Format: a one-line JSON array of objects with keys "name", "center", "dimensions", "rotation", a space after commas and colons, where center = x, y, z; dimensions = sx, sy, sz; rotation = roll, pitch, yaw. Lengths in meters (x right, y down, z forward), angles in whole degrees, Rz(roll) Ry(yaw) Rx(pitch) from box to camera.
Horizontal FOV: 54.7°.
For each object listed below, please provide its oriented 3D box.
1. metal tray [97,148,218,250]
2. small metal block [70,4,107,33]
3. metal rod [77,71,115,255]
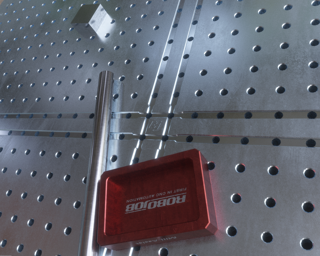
[{"name": "metal tray", "center": [-0.007, 0.083, 0.356], "dimensions": [0.130, 0.030, 0.090], "rotation": [-16, 55, 18]}, {"name": "small metal block", "center": [-0.140, -0.217, 0.612], "dimensions": [0.050, 0.025, 0.050], "rotation": [11, 67, 32]}, {"name": "metal rod", "center": [-0.084, 0.042, 0.424], "dimensions": [0.025, 0.025, 0.299], "rotation": [-14, 56, 20]}]
